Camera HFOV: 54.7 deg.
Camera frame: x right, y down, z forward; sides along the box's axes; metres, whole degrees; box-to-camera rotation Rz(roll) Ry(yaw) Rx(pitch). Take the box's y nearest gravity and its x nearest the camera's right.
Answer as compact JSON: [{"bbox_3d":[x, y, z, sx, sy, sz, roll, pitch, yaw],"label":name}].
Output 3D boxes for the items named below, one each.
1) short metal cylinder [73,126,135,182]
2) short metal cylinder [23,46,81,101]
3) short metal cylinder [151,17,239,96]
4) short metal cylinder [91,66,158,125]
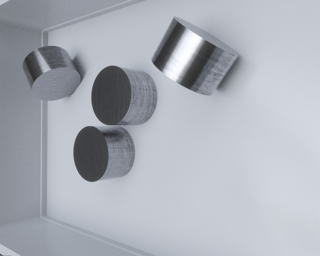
[{"bbox_3d":[-0.083,0.037,0.460,0.080,0.050,0.080,0,90,40],"label":"short metal cylinder"},{"bbox_3d":[-0.182,-0.091,0.521,0.080,0.081,0.050,-45,63,31],"label":"short metal cylinder"},{"bbox_3d":[0.038,-0.079,0.340,0.080,0.081,0.050,46,118,30],"label":"short metal cylinder"},{"bbox_3d":[-0.050,-0.043,0.432,0.080,0.050,0.080,0,90,40],"label":"short metal cylinder"}]
